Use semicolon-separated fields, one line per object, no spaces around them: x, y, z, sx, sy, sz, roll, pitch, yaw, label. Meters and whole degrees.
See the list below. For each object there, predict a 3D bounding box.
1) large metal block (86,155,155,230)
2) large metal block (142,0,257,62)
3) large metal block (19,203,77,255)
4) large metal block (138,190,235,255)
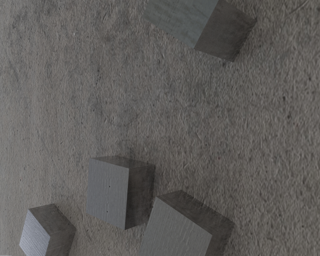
-0.056;0.086;0.435;0.080;0.050;0.079;8;95;39;large metal block
0.043;-0.117;0.334;0.080;0.081;0.050;42;115;32;large metal block
-0.203;0.196;0.557;0.080;0.050;0.079;31;109;35;large metal block
0.029;0.131;0.365;0.080;0.050;0.079;26;107;37;large metal block
